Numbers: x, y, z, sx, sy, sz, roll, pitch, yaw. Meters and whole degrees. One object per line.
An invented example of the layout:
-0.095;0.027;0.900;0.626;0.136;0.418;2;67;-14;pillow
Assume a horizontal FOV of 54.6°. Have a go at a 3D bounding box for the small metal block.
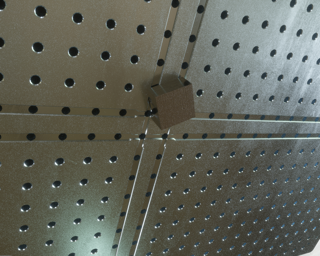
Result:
0.016;-0.032;0.399;0.050;0.025;0.050;-22;127;-16;small metal block
